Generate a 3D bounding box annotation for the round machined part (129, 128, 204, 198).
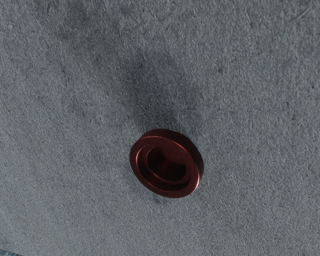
[{"bbox_3d":[0.012,0.043,0.416,0.098,0.042,0.097,13,124,20],"label":"round machined part"}]
